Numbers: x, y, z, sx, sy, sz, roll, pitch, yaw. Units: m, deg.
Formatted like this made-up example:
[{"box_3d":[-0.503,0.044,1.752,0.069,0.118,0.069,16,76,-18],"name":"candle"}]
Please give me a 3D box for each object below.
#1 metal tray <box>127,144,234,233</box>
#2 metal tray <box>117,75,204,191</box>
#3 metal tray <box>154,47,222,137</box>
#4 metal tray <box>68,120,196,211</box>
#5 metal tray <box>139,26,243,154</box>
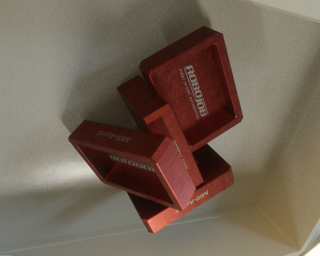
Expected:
[{"box_3d":[0.021,0.071,0.422,0.131,0.090,0.030,-29,129,-11],"name":"metal tray"},{"box_3d":[0.002,0.010,0.372,0.030,0.090,0.130,-32,129,-8],"name":"metal tray"},{"box_3d":[0.050,-0.041,0.409,0.090,0.030,0.129,-29,128,-8],"name":"metal tray"},{"box_3d":[-0.033,0.040,0.349,0.030,0.130,0.090,-54,136,-30],"name":"metal tray"},{"box_3d":[0.042,-0.040,0.364,0.090,0.030,0.130,-32,128,-8],"name":"metal tray"}]
